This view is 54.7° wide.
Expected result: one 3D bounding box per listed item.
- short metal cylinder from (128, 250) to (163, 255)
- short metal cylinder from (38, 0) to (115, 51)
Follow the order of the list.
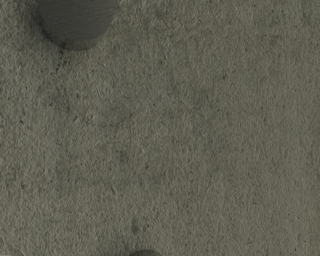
[{"bbox_3d":[-0.015,0.203,0.391,0.081,0.050,0.080,0,90,-20],"label":"short metal cylinder"},{"bbox_3d":[-0.098,-0.135,0.359,0.081,0.050,0.080,0,90,-20],"label":"short metal cylinder"}]
